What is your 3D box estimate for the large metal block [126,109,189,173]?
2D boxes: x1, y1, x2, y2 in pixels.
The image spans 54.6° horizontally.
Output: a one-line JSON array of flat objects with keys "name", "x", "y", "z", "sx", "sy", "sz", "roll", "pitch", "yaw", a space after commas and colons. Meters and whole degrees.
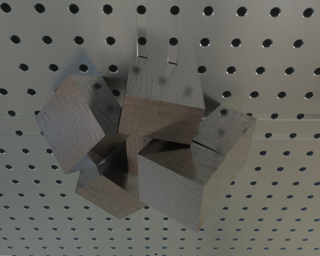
[{"name": "large metal block", "x": -0.001, "y": 0.014, "z": 0.407, "sx": 0.080, "sy": 0.050, "sz": 0.080, "roll": 1, "pitch": 130, "yaw": -1}]

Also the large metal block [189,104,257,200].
[{"name": "large metal block", "x": 0.074, "y": 0.030, "z": 0.390, "sx": 0.050, "sy": 0.080, "sz": 0.080, "roll": 26, "pitch": 136, "yaw": 28}]

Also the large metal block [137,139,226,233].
[{"name": "large metal block", "x": 0.023, "y": 0.060, "z": 0.355, "sx": 0.080, "sy": 0.050, "sz": 0.080, "roll": 23, "pitch": 134, "yaw": 25}]

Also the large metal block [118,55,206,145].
[{"name": "large metal block", "x": 0.001, "y": -0.033, "z": 0.348, "sx": 0.080, "sy": 0.080, "sz": 0.050, "roll": 10, "pitch": 129, "yaw": -8}]

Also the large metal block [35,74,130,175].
[{"name": "large metal block", "x": -0.089, "y": -0.005, "z": 0.362, "sx": 0.080, "sy": 0.080, "sz": 0.050, "roll": -41, "pitch": 163, "yaw": 29}]

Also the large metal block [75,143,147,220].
[{"name": "large metal block", "x": -0.062, "y": 0.066, "z": 0.429, "sx": 0.050, "sy": 0.080, "sz": 0.080, "roll": -33, "pitch": 123, "yaw": 24}]
